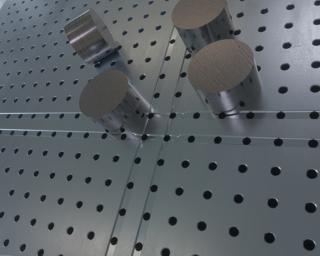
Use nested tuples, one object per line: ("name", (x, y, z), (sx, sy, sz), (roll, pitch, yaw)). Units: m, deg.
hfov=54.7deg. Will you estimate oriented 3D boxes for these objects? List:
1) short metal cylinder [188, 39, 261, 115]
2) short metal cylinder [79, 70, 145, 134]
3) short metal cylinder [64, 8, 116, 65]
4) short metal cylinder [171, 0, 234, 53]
("short metal cylinder", (0.081, -0.064, 0.388), (0.080, 0.050, 0.080), (-13, 56, 21))
("short metal cylinder", (-0.069, -0.038, 0.452), (0.080, 0.050, 0.080), (-13, 56, 21))
("short metal cylinder", (-0.118, -0.156, 0.530), (0.050, 0.080, 0.080), (-28, 52, 11))
("short metal cylinder", (0.064, -0.158, 0.456), (0.080, 0.050, 0.080), (-13, 56, 21))
